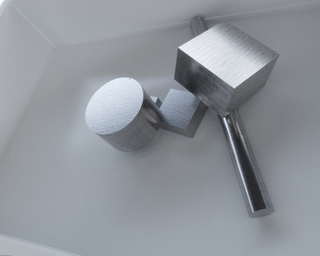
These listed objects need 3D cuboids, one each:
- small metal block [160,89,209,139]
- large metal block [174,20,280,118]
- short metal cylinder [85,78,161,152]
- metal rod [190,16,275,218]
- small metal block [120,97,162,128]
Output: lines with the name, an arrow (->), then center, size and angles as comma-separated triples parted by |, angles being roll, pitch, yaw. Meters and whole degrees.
small metal block -> 0.028, -0.020, 0.402 | 0.050, 0.025, 0.050 | 17, 71, 34
large metal block -> 0.075, -0.071, 0.364 | 0.080, 0.050, 0.080 | -36, 64, -25
short metal cylinder -> -0.045, -0.016, 0.390 | 0.080, 0.050, 0.080 | -13, 57, 21
metal rod -> 0.078, -0.038, 0.387 | 0.025, 0.025, 0.299 | -21, 54, 15
small metal block -> -0.028, -0.017, 0.430 | 0.050, 0.025, 0.050 | 10, 67, 32
